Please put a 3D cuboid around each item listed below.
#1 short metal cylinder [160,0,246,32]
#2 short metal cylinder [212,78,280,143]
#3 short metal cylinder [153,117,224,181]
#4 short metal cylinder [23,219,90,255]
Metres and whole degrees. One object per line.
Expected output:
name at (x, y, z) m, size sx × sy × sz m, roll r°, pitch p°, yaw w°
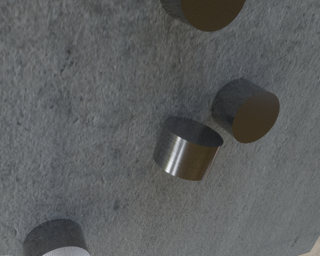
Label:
short metal cylinder at (0.045, -0.148, 0.325) m, size 0.081 × 0.050 × 0.079 m, roll -14°, pitch 125°, yaw -21°
short metal cylinder at (0.122, -0.025, 0.444) m, size 0.081 × 0.050 × 0.079 m, roll -14°, pitch 125°, yaw -21°
short metal cylinder at (0.036, 0.025, 0.409) m, size 0.081 × 0.080 × 0.050 m, roll 5°, pitch 116°, yaw -31°
short metal cylinder at (-0.140, 0.171, 0.421) m, size 0.081 × 0.050 × 0.079 m, roll -14°, pitch 125°, yaw -21°
